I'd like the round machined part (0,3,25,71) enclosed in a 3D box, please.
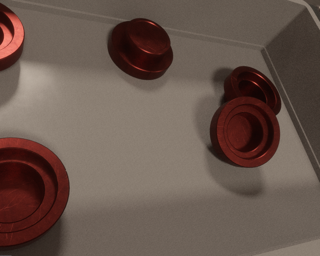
[{"bbox_3d":[-0.206,-0.099,0.344,0.099,0.042,0.098,14,56,-21],"label":"round machined part"}]

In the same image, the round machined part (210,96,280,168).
[{"bbox_3d":[0.115,0.007,0.439,0.099,0.042,0.097,2,84,-16],"label":"round machined part"}]

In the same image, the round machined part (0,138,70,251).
[{"bbox_3d":[-0.137,0.061,0.284,0.099,0.042,0.098,14,56,-21],"label":"round machined part"}]

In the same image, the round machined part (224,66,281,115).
[{"bbox_3d":[0.144,-0.050,0.505,0.099,0.042,0.098,14,55,-21],"label":"round machined part"}]

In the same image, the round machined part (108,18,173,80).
[{"bbox_3d":[-0.024,-0.123,0.458,0.099,0.042,0.098,14,56,-21],"label":"round machined part"}]
